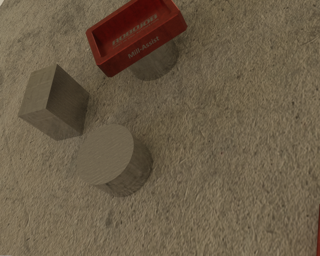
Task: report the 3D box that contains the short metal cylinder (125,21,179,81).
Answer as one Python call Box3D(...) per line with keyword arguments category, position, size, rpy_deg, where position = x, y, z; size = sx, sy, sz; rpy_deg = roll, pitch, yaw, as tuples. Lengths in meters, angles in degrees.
Box3D(category="short metal cylinder", position=(-0.018, -0.119, 0.470), size=(0.080, 0.050, 0.080), rpy_deg=(-13, 56, 21))

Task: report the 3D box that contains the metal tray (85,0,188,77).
Box3D(category="metal tray", position=(-0.037, -0.140, 0.441), size=(0.130, 0.030, 0.090), rpy_deg=(-31, 52, 8))

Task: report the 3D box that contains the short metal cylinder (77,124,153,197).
Box3D(category="short metal cylinder", position=(-0.057, 0.042, 0.392), size=(0.080, 0.050, 0.080), rpy_deg=(-13, 56, 21))

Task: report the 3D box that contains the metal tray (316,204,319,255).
Box3D(category="metal tray", position=(0.191, 0.110, 0.233), size=(0.130, 0.030, 0.090), rpy_deg=(3, 63, 29))

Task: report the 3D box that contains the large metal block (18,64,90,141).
Box3D(category="large metal block", position=(-0.158, -0.037, 0.474), size=(0.050, 0.080, 0.080), rpy_deg=(-12, 57, 22))
